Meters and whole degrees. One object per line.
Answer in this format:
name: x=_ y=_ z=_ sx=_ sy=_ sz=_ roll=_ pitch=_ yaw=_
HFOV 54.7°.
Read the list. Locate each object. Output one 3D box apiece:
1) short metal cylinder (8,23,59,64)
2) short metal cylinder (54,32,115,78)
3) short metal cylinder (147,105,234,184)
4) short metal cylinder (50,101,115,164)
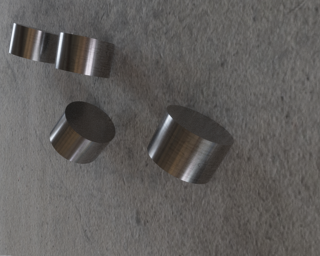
short metal cylinder: x=-0.220 y=-0.149 z=0.547 sx=0.080 sy=0.081 sz=0.050 roll=26 pitch=106 yaw=36
short metal cylinder: x=-0.111 y=-0.106 z=0.458 sx=0.080 sy=0.081 sz=0.050 roll=19 pitch=102 yaw=38
short metal cylinder: x=0.033 y=0.016 z=0.341 sx=0.080 sy=0.081 sz=0.050 roll=40 pitch=114 yaw=32
short metal cylinder: x=-0.114 y=0.006 z=0.461 sx=0.050 sy=0.081 sz=0.080 roll=-47 pitch=62 yaw=29
